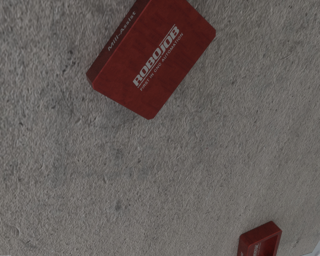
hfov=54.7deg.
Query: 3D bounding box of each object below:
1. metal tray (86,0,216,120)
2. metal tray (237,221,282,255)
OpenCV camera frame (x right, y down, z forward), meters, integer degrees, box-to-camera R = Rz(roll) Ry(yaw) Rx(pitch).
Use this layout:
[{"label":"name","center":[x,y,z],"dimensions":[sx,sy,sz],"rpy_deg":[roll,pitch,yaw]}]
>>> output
[{"label":"metal tray","center":[-0.009,-0.082,0.348],"dimensions":[0.090,0.030,0.130],"rpy_deg":[30,102,-38]},{"label":"metal tray","center":[0.219,0.276,0.693],"dimensions":[0.091,0.030,0.129],"rpy_deg":[-16,125,-19]}]
